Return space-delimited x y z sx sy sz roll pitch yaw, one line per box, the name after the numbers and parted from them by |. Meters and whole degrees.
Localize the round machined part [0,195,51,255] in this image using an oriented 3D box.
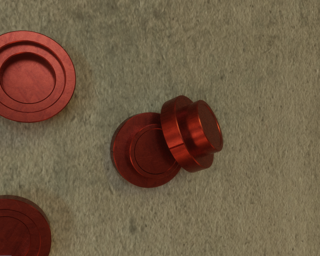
-0.171 0.121 0.337 0.099 0.042 0.097 0 90 -21 | round machined part

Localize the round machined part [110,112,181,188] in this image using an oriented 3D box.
-0.011 0.028 0.397 0.099 0.042 0.097 0 90 -21 | round machined part

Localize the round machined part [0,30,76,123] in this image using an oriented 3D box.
-0.147 -0.054 0.346 0.099 0.042 0.097 0 90 -21 | round machined part

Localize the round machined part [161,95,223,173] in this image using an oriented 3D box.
0.045 0.003 0.388 0.098 0.042 0.098 42 36 -40 | round machined part
